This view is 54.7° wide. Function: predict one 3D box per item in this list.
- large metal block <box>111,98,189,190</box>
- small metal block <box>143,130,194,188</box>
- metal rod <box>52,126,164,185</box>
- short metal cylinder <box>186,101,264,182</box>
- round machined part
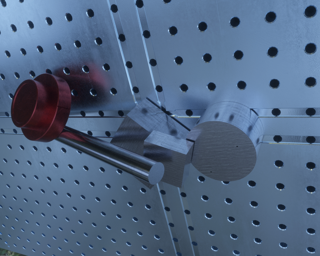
[{"bbox_3d":[-0.016,0.022,0.413,0.080,0.050,0.080,37,129,2],"label":"large metal block"},{"bbox_3d":[0.009,0.036,0.360,0.050,0.025,0.050,17,125,18],"label":"small metal block"},{"bbox_3d":[-0.115,0.015,0.423,0.300,0.025,0.025,16,127,39],"label":"metal rod"},{"bbox_3d":[0.076,0.015,0.363,0.080,0.050,0.079,13,124,20],"label":"short metal cylinder"},{"bbox_3d":[-0.172,-0.031,0.435,0.098,0.042,0.098,-9,74,37],"label":"round machined part"}]
